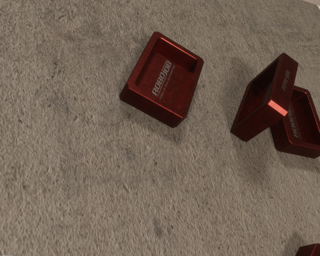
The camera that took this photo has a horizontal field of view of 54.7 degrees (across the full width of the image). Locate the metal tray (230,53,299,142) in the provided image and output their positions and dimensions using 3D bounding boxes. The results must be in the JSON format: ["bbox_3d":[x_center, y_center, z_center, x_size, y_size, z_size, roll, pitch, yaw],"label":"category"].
[{"bbox_3d":[0.163,-0.048,0.482,0.030,0.090,0.130,35,51,-6],"label":"metal tray"}]

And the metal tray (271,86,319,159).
[{"bbox_3d":[0.233,-0.017,0.539,0.091,0.030,0.130,12,57,-22],"label":"metal tray"}]

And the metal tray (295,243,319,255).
[{"bbox_3d":[0.214,0.223,0.382,0.130,0.030,0.091,49,51,6],"label":"metal tray"}]

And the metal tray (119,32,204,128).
[{"bbox_3d":[0.007,-0.073,0.450,0.090,0.030,0.130,29,52,-10],"label":"metal tray"}]
